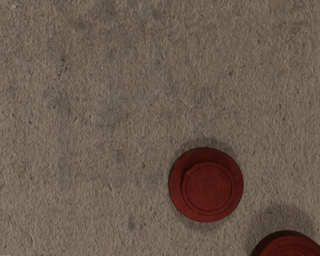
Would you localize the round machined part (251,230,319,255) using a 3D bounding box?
[{"bbox_3d":[0.165,0.181,0.404,0.099,0.042,0.097,0,90,-1],"label":"round machined part"}]

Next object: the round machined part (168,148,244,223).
[{"bbox_3d":[0.060,0.075,0.402,0.099,0.042,0.097,0,90,-1],"label":"round machined part"}]
